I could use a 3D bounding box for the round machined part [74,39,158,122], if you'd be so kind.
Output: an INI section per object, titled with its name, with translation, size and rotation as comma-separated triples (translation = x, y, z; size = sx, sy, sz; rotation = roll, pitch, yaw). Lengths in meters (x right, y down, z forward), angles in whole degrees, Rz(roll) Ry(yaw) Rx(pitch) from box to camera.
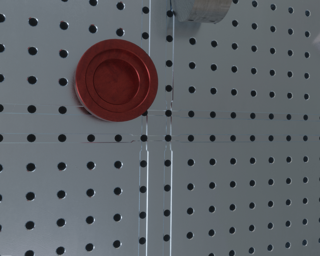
[round machined part]
translation = -0.055, -0.056, 0.383
size = 0.099, 0.042, 0.097
rotation = 0, 90, -20

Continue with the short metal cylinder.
[short metal cylinder]
translation = 0.053, -0.179, 0.402
size = 0.050, 0.080, 0.079
rotation = -4, 92, -20
